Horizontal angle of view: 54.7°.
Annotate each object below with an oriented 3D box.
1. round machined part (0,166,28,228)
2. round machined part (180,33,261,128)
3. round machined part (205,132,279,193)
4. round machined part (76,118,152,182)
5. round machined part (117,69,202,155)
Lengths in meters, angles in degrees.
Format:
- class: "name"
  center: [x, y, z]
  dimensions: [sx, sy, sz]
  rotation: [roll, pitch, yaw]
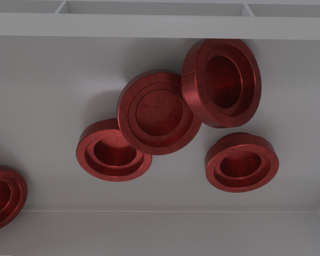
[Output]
- class: "round machined part"
  center: [-0.253, 0.101, 0.458]
  dimensions: [0.042, 0.098, 0.097]
  rotation: [20, 139, 33]
- class: "round machined part"
  center: [0.061, -0.048, 0.334]
  dimensions: [0.098, 0.098, 0.042]
  rotation: [37, 157, -27]
- class: "round machined part"
  center: [0.112, 0.044, 0.437]
  dimensions: [0.099, 0.042, 0.097]
  rotation: [0, 130, 0]
- class: "round machined part"
  center: [-0.059, 0.025, 0.419]
  dimensions: [0.099, 0.042, 0.097]
  rotation: [0, 130, 0]
- class: "round machined part"
  center: [-0.002, -0.021, 0.365]
  dimensions: [0.099, 0.042, 0.097]
  rotation: [-5, 110, -12]
